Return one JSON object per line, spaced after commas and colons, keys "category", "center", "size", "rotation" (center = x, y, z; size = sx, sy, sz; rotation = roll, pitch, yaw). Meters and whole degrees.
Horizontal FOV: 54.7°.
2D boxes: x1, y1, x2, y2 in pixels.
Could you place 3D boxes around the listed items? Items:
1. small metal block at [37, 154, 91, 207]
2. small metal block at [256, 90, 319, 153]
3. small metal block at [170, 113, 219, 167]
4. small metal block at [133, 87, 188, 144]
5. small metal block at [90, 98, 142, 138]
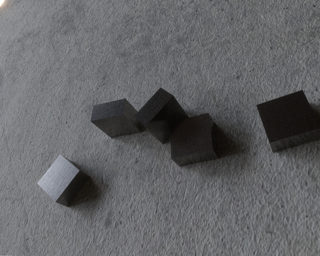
{"category": "small metal block", "center": [-0.133, 0.072, 0.430], "size": [0.050, 0.025, 0.050], "rotation": [28, 77, 37]}
{"category": "small metal block", "center": [0.138, -0.007, 0.336], "size": [0.050, 0.025, 0.050], "rotation": [-19, 54, 17]}
{"category": "small metal block", "center": [0.041, 0.015, 0.374], "size": [0.050, 0.025, 0.050], "rotation": [-14, 56, 20]}
{"category": "small metal block", "center": [0.002, -0.015, 0.396], "size": [0.050, 0.050, 0.025], "rotation": [-48, 51, -5]}
{"category": "small metal block", "center": [-0.058, -0.012, 0.426], "size": [0.050, 0.050, 0.025], "rotation": [-10, 58, 23]}
